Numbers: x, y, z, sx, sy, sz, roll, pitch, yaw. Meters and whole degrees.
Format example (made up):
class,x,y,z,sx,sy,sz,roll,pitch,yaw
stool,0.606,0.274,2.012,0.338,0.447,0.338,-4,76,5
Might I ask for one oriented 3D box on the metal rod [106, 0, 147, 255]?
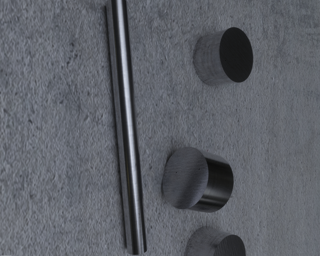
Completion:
class,x,y,z,sx,sy,sz,roll,pitch,yaw
metal rod,-0.039,0.002,0.371,0.025,0.025,0.298,-8,95,-40

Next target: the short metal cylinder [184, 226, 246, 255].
class,x,y,z,sx,sy,sz,roll,pitch,yaw
short metal cylinder,0.082,0.192,0.457,0.081,0.050,0.080,0,90,-40

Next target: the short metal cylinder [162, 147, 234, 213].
class,x,y,z,sx,sy,sz,roll,pitch,yaw
short metal cylinder,0.049,0.069,0.410,0.050,0.080,0.080,20,78,-38

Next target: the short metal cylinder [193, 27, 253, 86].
class,x,y,z,sx,sy,sz,roll,pitch,yaw
short metal cylinder,0.096,-0.106,0.468,0.081,0.050,0.080,0,90,-40
